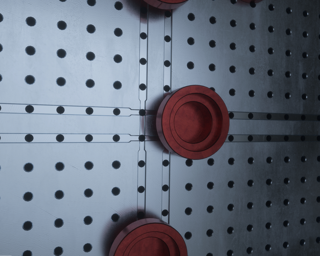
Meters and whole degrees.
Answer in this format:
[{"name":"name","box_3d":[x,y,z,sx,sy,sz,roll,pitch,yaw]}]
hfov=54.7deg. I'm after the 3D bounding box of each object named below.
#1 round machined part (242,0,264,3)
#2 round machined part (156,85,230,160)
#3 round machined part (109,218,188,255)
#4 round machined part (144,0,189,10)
[{"name":"round machined part","box_3d":[0.145,-0.241,0.458,0.099,0.042,0.097,0,90,-21]},{"name":"round machined part","box_3d":[0.041,-0.007,0.420,0.099,0.042,0.097,0,90,-21]},{"name":"round machined part","box_3d":[-0.018,0.165,0.398,0.099,0.042,0.097,0,90,-21]},{"name":"round machined part","box_3d":[0.003,-0.204,0.405,0.099,0.042,0.097,0,90,-21]}]
